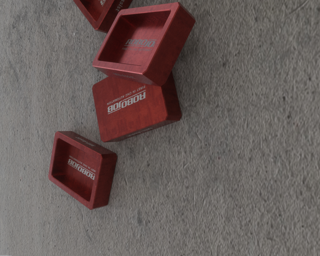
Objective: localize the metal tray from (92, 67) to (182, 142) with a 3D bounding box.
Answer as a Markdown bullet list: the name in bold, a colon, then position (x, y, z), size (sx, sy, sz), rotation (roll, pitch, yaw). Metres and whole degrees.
- **metal tray**: position (-0.037, -0.037, 0.433), size (0.130, 0.030, 0.090), rotation (-19, 78, 38)

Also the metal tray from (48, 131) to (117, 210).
- **metal tray**: position (-0.131, 0.065, 0.509), size (0.130, 0.030, 0.089), rotation (21, 103, 38)

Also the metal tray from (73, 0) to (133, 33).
- **metal tray**: position (-0.073, -0.220, 0.461), size (0.129, 0.030, 0.090), rotation (-51, 61, 28)

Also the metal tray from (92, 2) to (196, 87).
- **metal tray**: position (-0.026, -0.105, 0.387), size (0.130, 0.030, 0.090), rotation (20, 82, 50)
